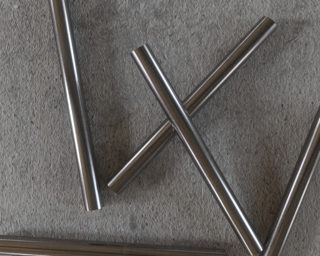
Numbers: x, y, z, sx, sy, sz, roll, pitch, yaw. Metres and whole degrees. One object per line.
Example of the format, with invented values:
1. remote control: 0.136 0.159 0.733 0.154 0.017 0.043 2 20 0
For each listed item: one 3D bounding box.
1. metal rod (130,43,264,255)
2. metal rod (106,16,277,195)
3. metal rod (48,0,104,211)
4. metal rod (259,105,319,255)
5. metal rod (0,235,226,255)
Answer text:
1. metal rod: 0.051 0.033 0.390 0.025 0.025 0.299 -31 98 0
2. metal rod: 0.042 -0.030 0.410 0.025 0.025 0.300 43 90 0
3. metal rod: -0.112 -0.041 0.408 0.025 0.025 0.298 -10 90 0
4. metal rod: 0.169 0.111 0.411 0.025 0.025 0.299 22 90 0
5. metal rod: -0.066 0.163 0.409 0.302 0.025 0.025 4 90 0
